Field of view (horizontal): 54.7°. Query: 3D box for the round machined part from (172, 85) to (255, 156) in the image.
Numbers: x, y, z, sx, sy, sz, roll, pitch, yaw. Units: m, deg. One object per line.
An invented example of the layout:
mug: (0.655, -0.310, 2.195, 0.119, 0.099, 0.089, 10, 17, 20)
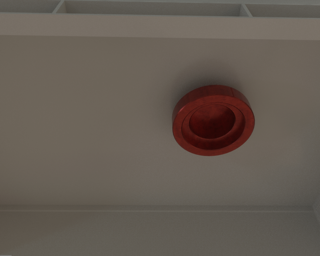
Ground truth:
round machined part: (0.064, -0.014, 0.388, 0.099, 0.042, 0.097, -1, 130, 0)
